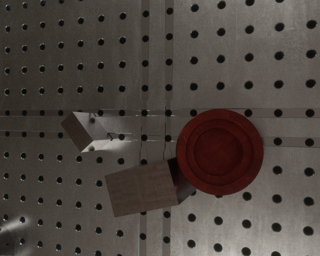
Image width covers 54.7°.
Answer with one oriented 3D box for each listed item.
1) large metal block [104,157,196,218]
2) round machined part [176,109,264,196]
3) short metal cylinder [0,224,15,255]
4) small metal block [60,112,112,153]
[{"bbox_3d":[-0.009,0.069,0.386,0.080,0.080,0.050,-16,85,19],"label":"large metal block"},{"bbox_3d":[0.068,0.028,0.369,0.099,0.042,0.097,0,86,0],"label":"round machined part"},{"bbox_3d":[-0.285,0.199,0.497,0.080,0.050,0.079,0,90,19],"label":"short metal cylinder"},{"bbox_3d":[-0.102,0.005,0.434,0.025,0.050,0.050,-42,77,15],"label":"small metal block"}]
